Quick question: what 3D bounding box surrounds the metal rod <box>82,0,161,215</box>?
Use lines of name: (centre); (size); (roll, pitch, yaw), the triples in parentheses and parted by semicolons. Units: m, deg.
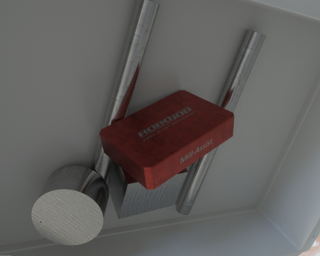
metal rod: (-0.058, -0.002, 0.376); (0.025, 0.025, 0.298); (6, 116, -31)

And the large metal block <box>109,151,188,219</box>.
large metal block: (-0.019, 0.070, 0.414); (0.081, 0.050, 0.079); (-7, 138, -25)

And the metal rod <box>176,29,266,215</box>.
metal rod: (0.082, 0.006, 0.459); (0.025, 0.025, 0.298); (4, 116, -31)

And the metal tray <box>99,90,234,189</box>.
metal tray: (0.010, 0.006, 0.356); (0.131, 0.090, 0.030); (-29, 132, -30)

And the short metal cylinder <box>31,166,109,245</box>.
short metal cylinder: (-0.105, 0.093, 0.375); (0.081, 0.050, 0.079); (-1, 113, -1)
